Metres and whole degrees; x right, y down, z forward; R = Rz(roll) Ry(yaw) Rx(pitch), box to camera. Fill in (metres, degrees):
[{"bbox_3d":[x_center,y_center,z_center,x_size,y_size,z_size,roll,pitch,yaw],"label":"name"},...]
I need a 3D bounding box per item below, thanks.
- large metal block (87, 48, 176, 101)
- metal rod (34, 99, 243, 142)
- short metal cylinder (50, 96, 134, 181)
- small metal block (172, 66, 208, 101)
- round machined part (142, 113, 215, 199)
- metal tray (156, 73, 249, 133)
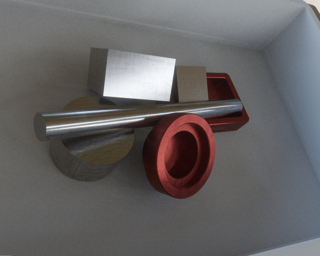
[{"bbox_3d":[-0.038,-0.067,0.380,0.081,0.080,0.050,2,103,-26],"label":"large metal block"},{"bbox_3d":[0.007,-0.017,0.366,0.302,0.025,0.025,-8,66,-44],"label":"metal rod"},{"bbox_3d":[-0.075,0.012,0.340,0.081,0.050,0.080,14,56,-21],"label":"short metal cylinder"},{"bbox_3d":[0.039,-0.060,0.435,0.050,0.025,0.050,-5,90,-31],"label":"small metal block"},{"bbox_3d":[0.018,0.030,0.365,0.099,0.042,0.097,-6,99,-42],"label":"round machined part"},{"bbox_3d":[0.061,-0.038,0.457,0.131,0.030,0.090,-5,64,-31],"label":"metal tray"}]
